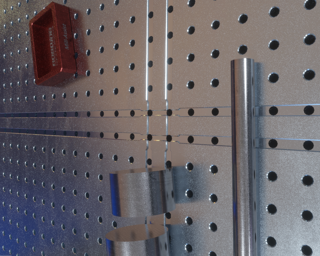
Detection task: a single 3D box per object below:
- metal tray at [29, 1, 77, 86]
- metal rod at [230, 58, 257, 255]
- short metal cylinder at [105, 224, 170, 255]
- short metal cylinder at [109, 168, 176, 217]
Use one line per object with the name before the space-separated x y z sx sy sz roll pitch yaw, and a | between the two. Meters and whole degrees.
metal tray | -0.199 -0.151 0.570 0.090 0.030 0.129 -15 80 39
metal rod | 0.091 0.076 0.334 0.025 0.025 0.298 -1 89 40
short metal cylinder | -0.027 0.158 0.396 0.080 0.081 0.050 -8 85 40
short metal cylinder | -0.022 0.078 0.392 0.080 0.081 0.050 -7 85 40
